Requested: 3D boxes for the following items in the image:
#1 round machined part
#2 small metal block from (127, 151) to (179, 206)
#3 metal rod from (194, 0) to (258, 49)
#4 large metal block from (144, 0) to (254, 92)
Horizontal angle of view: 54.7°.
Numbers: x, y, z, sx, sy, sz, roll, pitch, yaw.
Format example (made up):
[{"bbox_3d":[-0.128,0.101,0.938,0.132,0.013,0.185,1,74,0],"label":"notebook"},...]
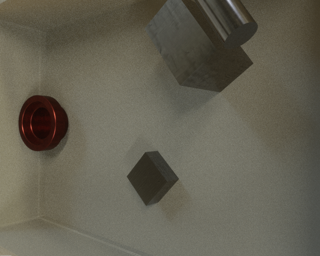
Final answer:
[{"bbox_3d":[-0.204,-0.009,0.554,0.098,0.042,0.097,0,91,31],"label":"round machined part"},{"bbox_3d":[-0.011,0.066,0.414,0.050,0.025,0.050,51,120,27],"label":"small metal block"},{"bbox_3d":[-0.009,-0.187,0.258,0.025,0.025,0.299,-40,66,32],"label":"metal rod"},{"bbox_3d":[0.043,-0.088,0.334,0.050,0.081,0.080,-43,64,31],"label":"large metal block"}]
